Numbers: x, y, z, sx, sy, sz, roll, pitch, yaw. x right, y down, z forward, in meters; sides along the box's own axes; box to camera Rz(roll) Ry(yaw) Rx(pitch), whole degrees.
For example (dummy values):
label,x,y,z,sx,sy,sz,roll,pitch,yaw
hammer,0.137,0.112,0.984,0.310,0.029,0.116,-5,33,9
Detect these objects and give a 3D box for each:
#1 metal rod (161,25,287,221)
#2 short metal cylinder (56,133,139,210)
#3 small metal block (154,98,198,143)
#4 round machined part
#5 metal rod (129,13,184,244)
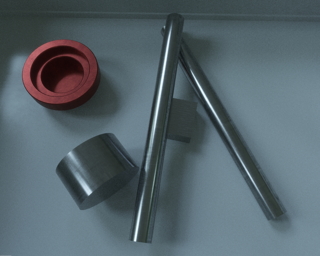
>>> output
label,x,y,z,sx,sy,sz,roll,pitch,yaw
metal rod,0.077,-0.021,0.418,0.025,0.025,0.299,-24,72,-9
short metal cylinder,-0.072,0.050,0.361,0.080,0.080,0.050,-35,74,-12
small metal block,0.020,-0.011,0.414,0.050,0.025,0.050,11,70,3
round machined part,-0.130,-0.068,0.424,0.099,0.042,0.098,0,70,-1
metal rod,0.000,-0.015,0.388,0.025,0.025,0.299,8,71,2
